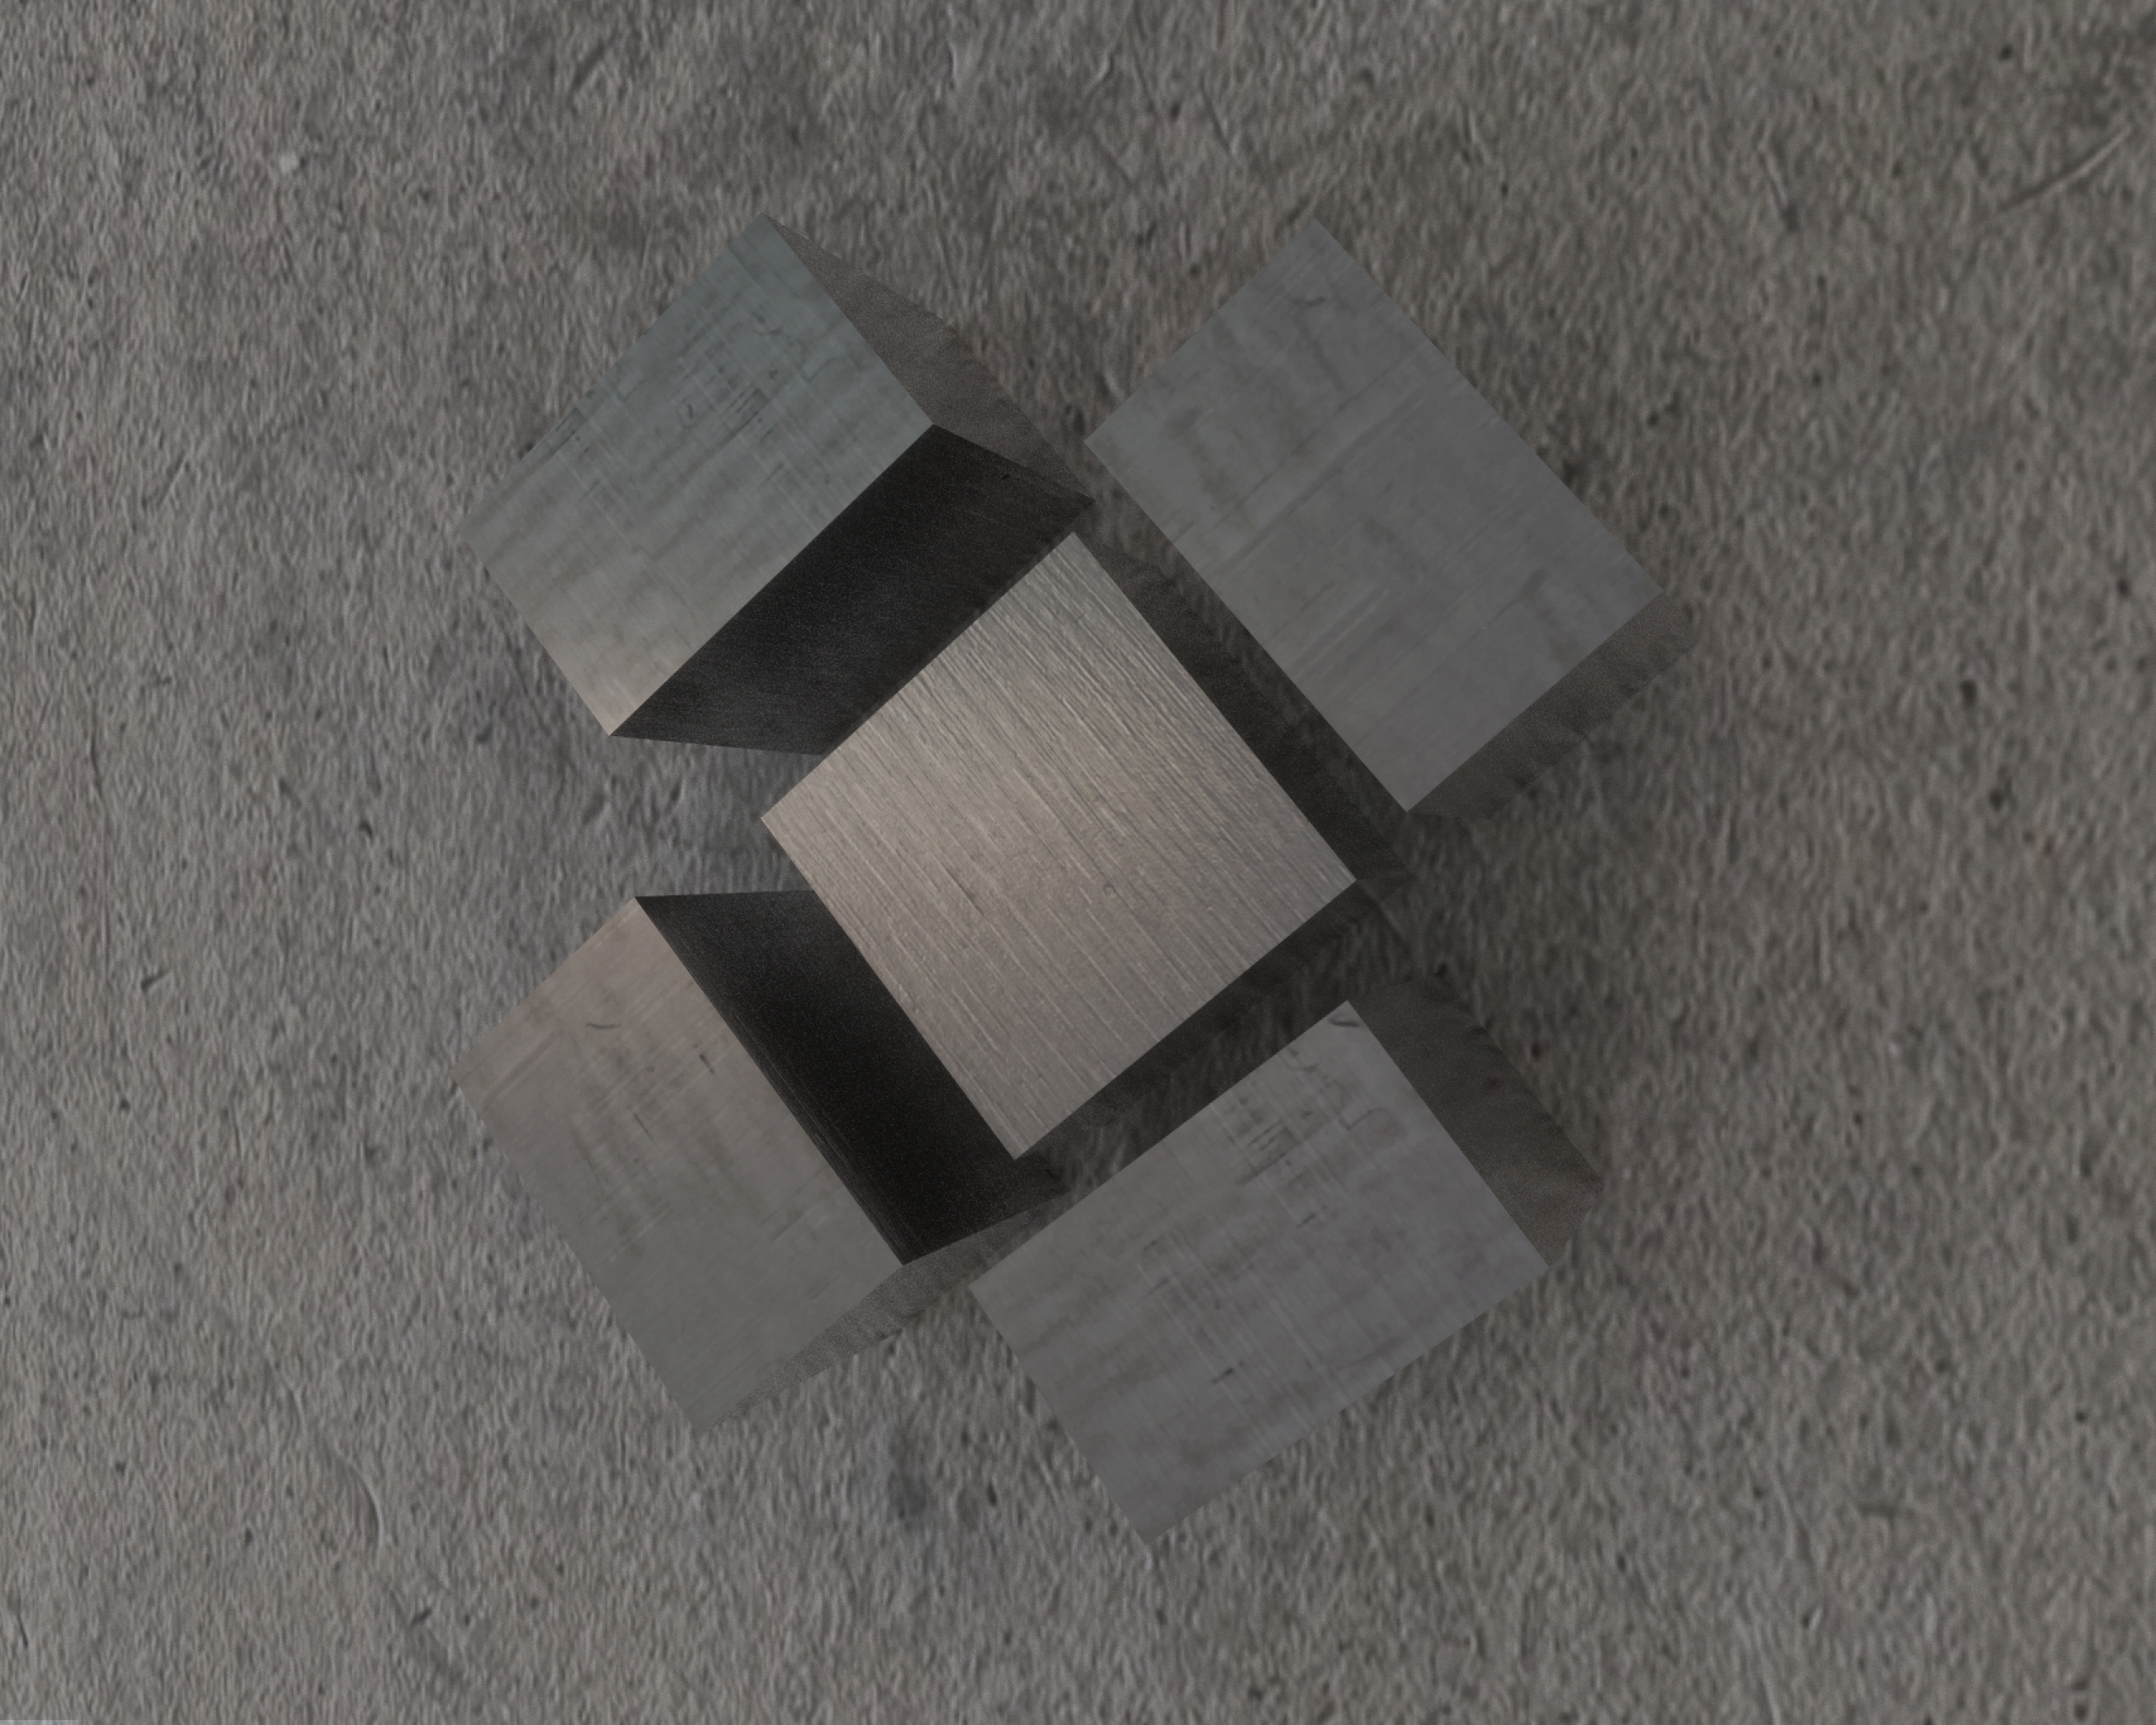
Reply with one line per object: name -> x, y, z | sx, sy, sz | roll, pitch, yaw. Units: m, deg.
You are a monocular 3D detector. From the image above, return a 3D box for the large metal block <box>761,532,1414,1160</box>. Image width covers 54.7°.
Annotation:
large metal block -> 0.003, -0.003, 0.395 | 0.080, 0.050, 0.080 | -41, 77, 15

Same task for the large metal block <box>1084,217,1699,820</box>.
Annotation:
large metal block -> 0.057, -0.054, 0.359 | 0.050, 0.080, 0.080 | -43, 77, 15

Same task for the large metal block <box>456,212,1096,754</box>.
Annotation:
large metal block -> -0.054, -0.067, 0.399 | 0.080, 0.080, 0.050 | -41, 77, 15

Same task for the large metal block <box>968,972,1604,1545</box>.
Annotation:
large metal block -> 0.040, 0.065, 0.366 | 0.080, 0.080, 0.050 | -39, 78, 16

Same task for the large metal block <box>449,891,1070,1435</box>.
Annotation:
large metal block -> -0.058, 0.052, 0.400 | 0.050, 0.080, 0.080 | -42, 77, 15
